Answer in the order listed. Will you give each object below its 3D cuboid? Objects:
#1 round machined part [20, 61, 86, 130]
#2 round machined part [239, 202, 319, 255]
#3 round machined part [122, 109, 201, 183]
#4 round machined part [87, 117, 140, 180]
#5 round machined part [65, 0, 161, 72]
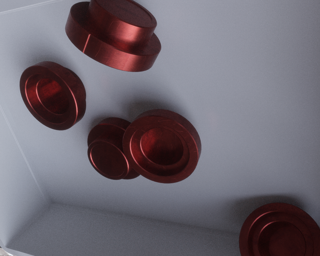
[{"bbox_3d":[-0.146,-0.049,0.442,0.098,0.042,0.097,13,124,20],"label":"round machined part"},{"bbox_3d":[0.153,0.146,0.383,0.098,0.098,0.042,-11,146,32],"label":"round machined part"},{"bbox_3d":[0.005,0.020,0.400,0.098,0.042,0.097,8,119,15],"label":"round machined part"},{"bbox_3d":[-0.066,0.037,0.454,0.098,0.042,0.097,13,124,20],"label":"round machined part"},{"bbox_3d":[-0.042,-0.104,0.318,0.098,0.098,0.042,35,125,5],"label":"round machined part"}]
